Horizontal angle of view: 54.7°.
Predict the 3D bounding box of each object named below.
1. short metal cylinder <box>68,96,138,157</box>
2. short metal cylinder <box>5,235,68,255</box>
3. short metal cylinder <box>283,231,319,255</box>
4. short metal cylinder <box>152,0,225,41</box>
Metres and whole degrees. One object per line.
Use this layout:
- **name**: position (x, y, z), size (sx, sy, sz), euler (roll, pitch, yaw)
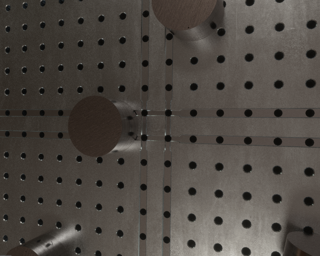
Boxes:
- **short metal cylinder**: position (-0.077, -0.002, 0.425), size (0.080, 0.050, 0.079), euler (0, 90, 19)
- **short metal cylinder**: position (-0.185, 0.208, 0.463), size (0.080, 0.050, 0.079), euler (0, 90, 19)
- **short metal cylinder**: position (0.170, 0.149, 0.323), size (0.080, 0.080, 0.050), euler (11, 94, 19)
- **short metal cylinder**: position (0.036, -0.154, 0.386), size (0.080, 0.050, 0.079), euler (0, 90, 19)
